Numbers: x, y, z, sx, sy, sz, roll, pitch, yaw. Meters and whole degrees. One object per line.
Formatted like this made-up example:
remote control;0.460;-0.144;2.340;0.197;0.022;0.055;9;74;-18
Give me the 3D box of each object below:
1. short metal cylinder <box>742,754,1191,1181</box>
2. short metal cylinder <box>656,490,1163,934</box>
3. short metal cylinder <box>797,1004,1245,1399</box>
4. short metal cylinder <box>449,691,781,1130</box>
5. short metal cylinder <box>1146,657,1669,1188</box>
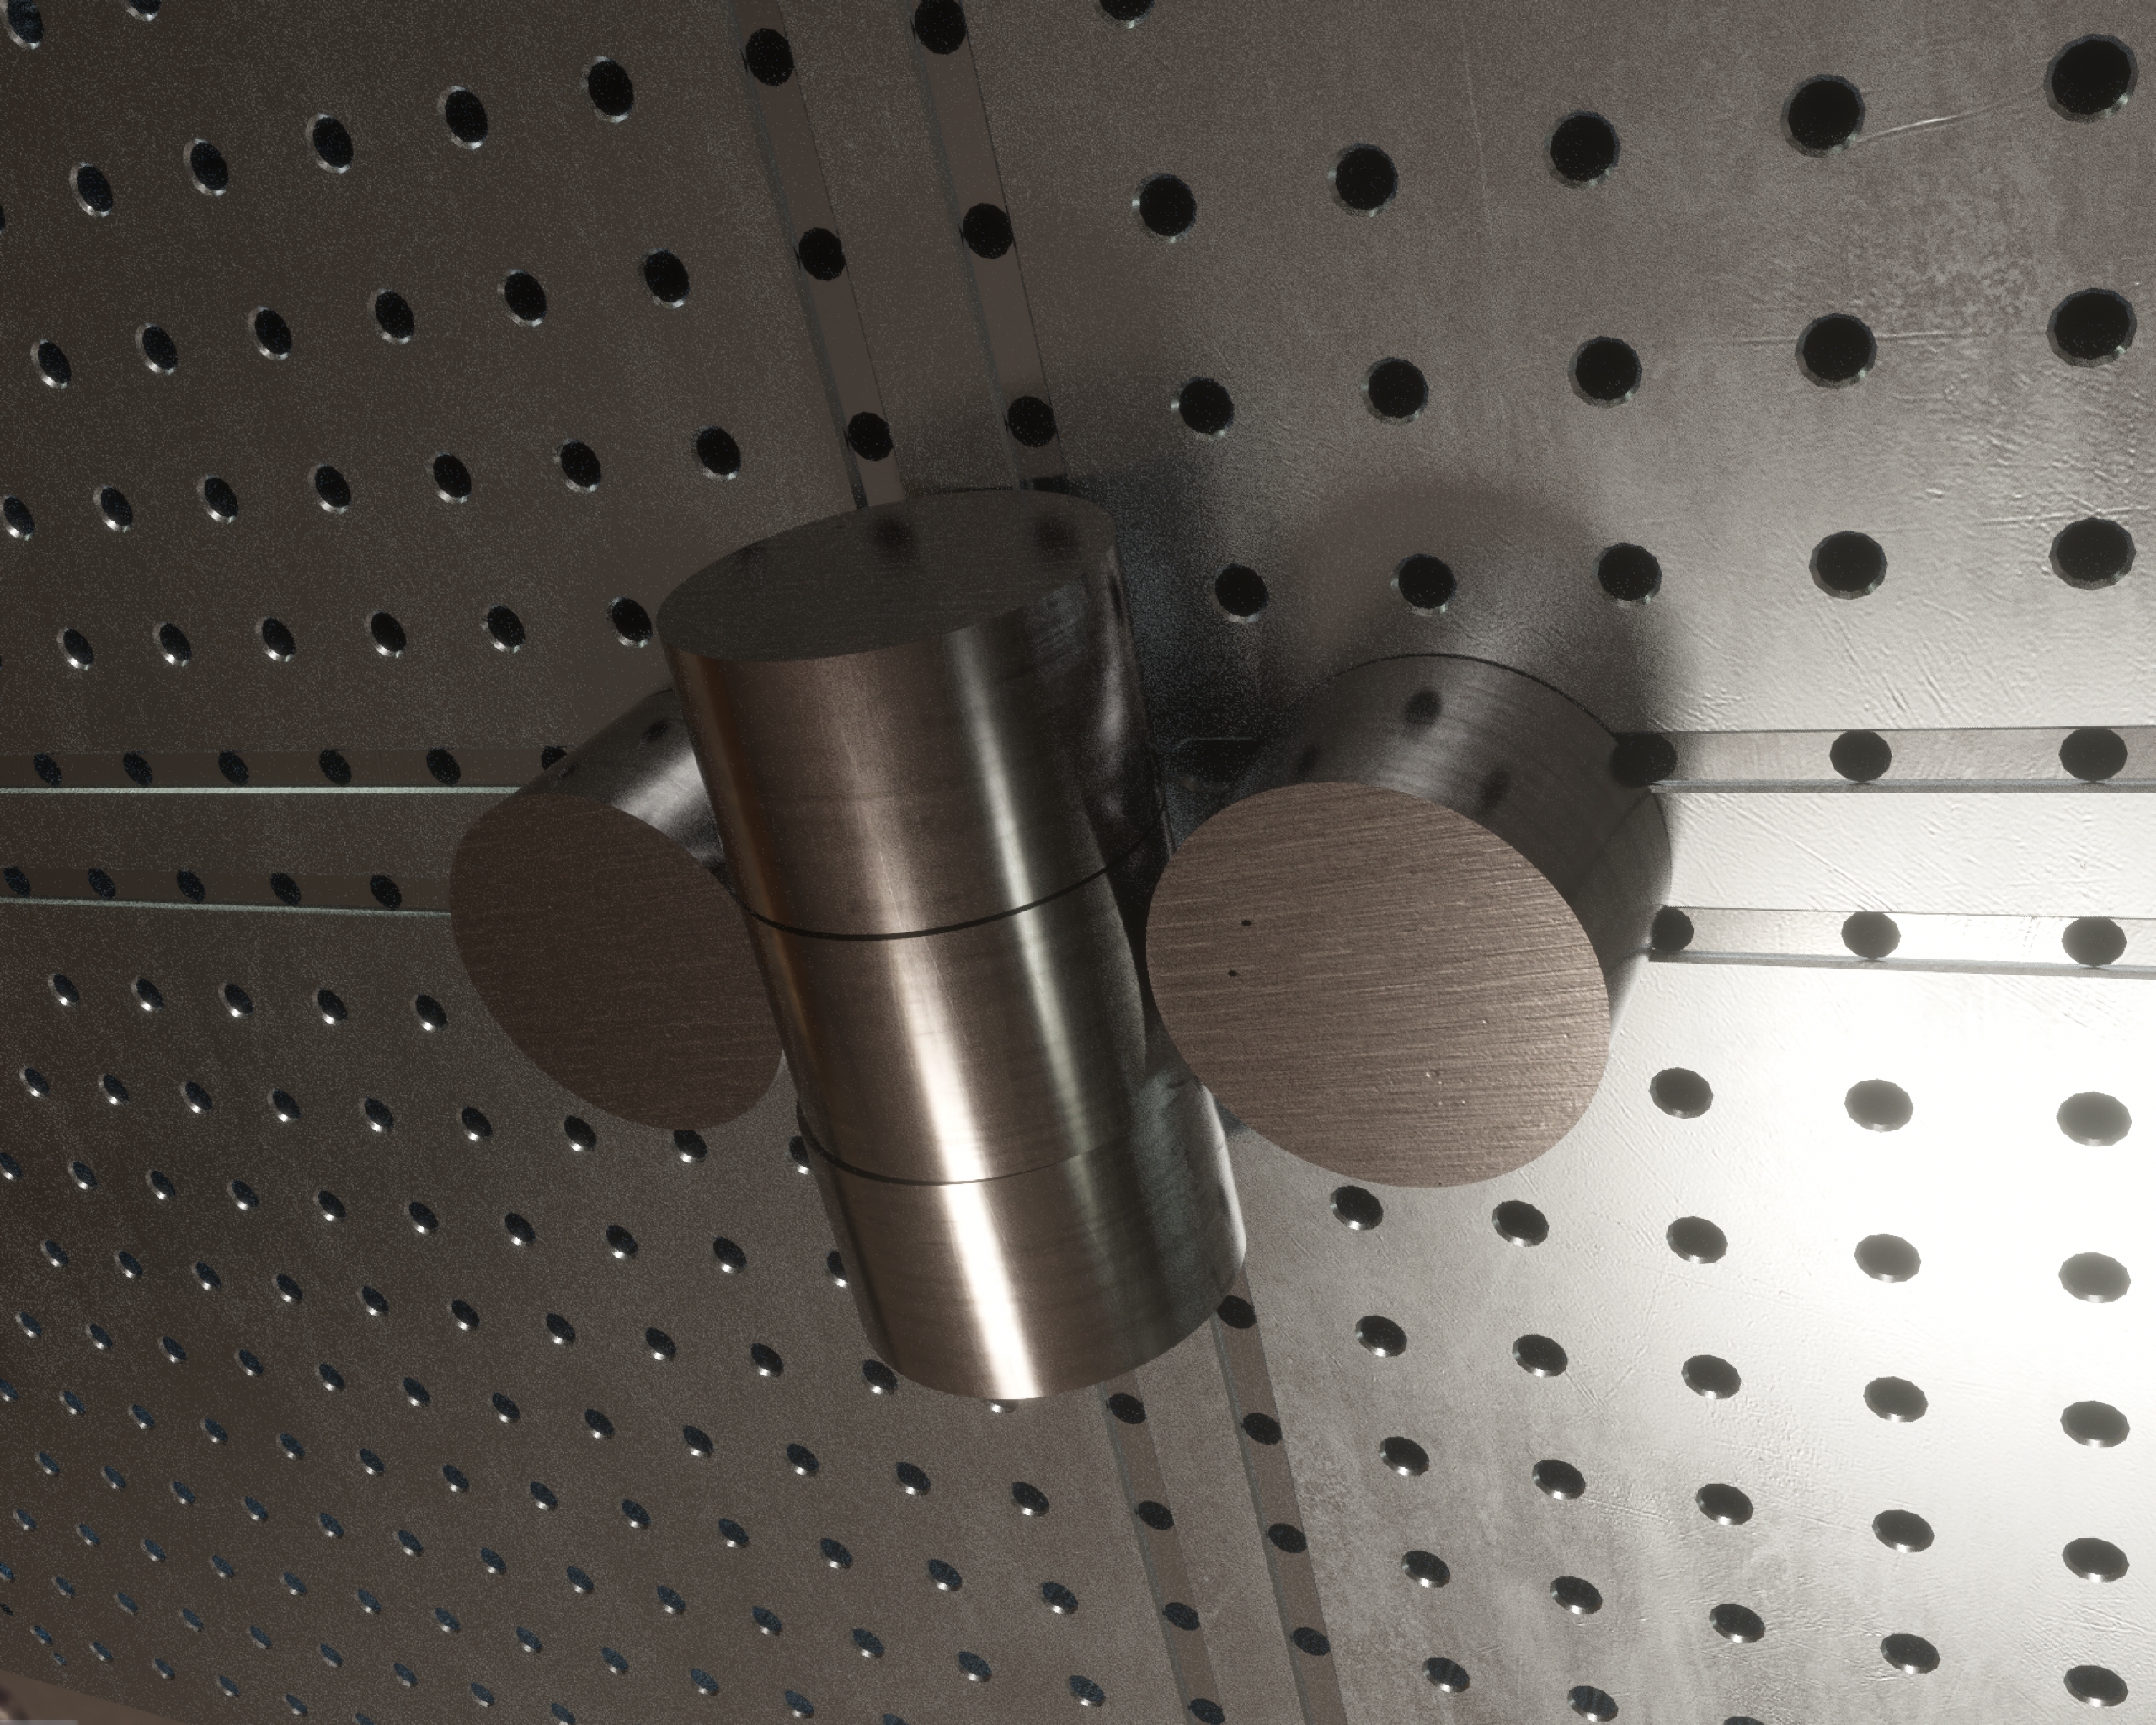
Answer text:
short metal cylinder;-0.019;0.016;0.393;0.080;0.080;0.050;2;119;27
short metal cylinder;-0.028;-0.029;0.370;0.080;0.080;0.050;3;120;26
short metal cylinder;-0.010;0.061;0.417;0.080;0.080;0.050;1;119;27
short metal cylinder;-0.084;0.010;0.442;0.080;0.050;0.079;13;124;20
short metal cylinder;0.059;0.010;0.368;0.080;0.050;0.079;13;124;20
